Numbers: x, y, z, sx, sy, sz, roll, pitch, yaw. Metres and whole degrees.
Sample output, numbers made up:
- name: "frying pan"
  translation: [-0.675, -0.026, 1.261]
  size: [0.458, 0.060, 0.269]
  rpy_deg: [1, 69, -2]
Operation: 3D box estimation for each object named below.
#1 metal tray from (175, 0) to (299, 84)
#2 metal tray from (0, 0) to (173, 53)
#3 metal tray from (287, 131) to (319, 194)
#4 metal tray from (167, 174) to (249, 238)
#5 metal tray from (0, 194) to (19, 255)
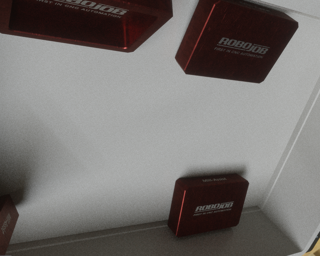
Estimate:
- name: "metal tray"
  translation: [0.094, -0.105, 0.378]
  size: [0.131, 0.030, 0.089]
  rpy_deg: [1, 131, -29]
- name: "metal tray"
  translation: [-0.066, -0.103, 0.266]
  size: [0.131, 0.090, 0.030]
  rpy_deg: [1, 80, -29]
- name: "metal tray"
  translation: [0.320, 0.068, 0.624]
  size: [0.091, 0.030, 0.129]
  rpy_deg: [-2, 119, -28]
- name: "metal tray"
  translation: [0.082, 0.127, 0.519]
  size: [0.131, 0.030, 0.089]
  rpy_deg: [0, 108, -29]
- name: "metal tray"
  translation: [-0.197, 0.113, 0.303]
  size: [0.091, 0.130, 0.030]
  rpy_deg: [-21, 100, -16]
